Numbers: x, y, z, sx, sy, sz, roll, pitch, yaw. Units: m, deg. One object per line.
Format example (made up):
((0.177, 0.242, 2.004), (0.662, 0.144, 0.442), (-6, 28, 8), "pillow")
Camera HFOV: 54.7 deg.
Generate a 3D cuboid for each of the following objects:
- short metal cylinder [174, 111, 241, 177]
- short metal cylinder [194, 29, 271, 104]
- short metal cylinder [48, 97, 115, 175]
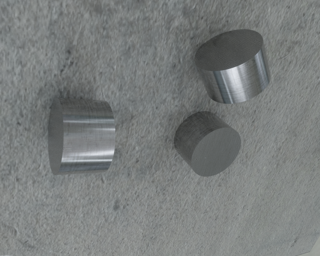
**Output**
((0.067, 0.022, 0.443), (0.081, 0.050, 0.079), (-14, 125, -21), "short metal cylinder")
((0.088, -0.075, 0.375), (0.080, 0.080, 0.050), (-35, 129, -6), "short metal cylinder")
((-0.086, 0.009, 0.331), (0.050, 0.080, 0.079), (1, 118, -30), "short metal cylinder")
